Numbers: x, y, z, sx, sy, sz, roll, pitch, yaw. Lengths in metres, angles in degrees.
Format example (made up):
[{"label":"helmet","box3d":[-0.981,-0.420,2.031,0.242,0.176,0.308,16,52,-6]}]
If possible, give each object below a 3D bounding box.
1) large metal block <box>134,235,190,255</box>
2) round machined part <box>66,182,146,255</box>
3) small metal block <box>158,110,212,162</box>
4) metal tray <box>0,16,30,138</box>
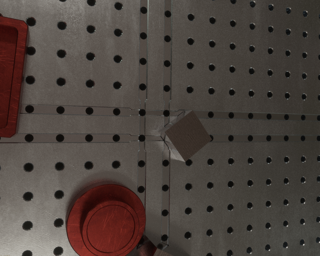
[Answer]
[{"label":"large metal block","box3d":[0.002,0.199,0.401,0.080,0.050,0.080,32,79,-18]},{"label":"round machined part","box3d":[-0.064,0.118,0.381,0.099,0.042,0.097,0,90,-21]},{"label":"small metal block","box3d":[0.035,0.010,0.427,0.050,0.025,0.050,-38,103,-16]},{"label":"metal tray","box3d":[-0.198,-0.058,0.336,0.091,0.030,0.129,6,88,-20]}]
